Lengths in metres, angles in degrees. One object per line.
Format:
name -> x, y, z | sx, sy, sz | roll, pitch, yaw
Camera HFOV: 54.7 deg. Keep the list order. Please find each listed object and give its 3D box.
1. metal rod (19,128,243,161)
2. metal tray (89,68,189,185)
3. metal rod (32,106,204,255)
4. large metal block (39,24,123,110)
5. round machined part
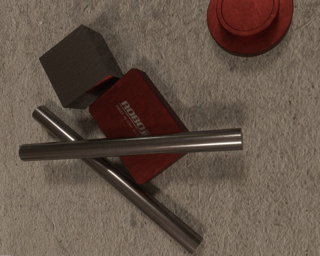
metal rod -> -0.051, 0.024, 0.393 | 0.301, 0.025, 0.025 | -5, 89, 19
metal tray -> -0.025, -0.003, 0.414 | 0.090, 0.030, 0.130 | -39, 78, 15
metal rod -> -0.068, 0.063, 0.431 | 0.300, 0.025, 0.025 | 37, 102, 16
large metal block -> -0.107, -0.082, 0.432 | 0.080, 0.050, 0.080 | -32, 80, 17
round machined part -> 0.103, -0.136, 0.363 | 0.098, 0.042, 0.097 | 0, 90, 19
